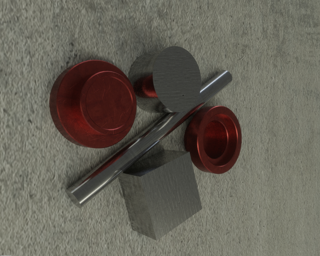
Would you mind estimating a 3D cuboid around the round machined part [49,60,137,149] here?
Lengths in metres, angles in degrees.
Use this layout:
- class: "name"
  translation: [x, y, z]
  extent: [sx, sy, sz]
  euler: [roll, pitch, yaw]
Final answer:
- class: "round machined part"
  translation: [-0.065, -0.026, 0.340]
  extent: [0.099, 0.042, 0.097]
  euler: [0, 90, -40]

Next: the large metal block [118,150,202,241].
- class: "large metal block"
  translation: [0.001, 0.079, 0.392]
  extent: [0.081, 0.050, 0.080]
  euler: [-22, 104, -38]

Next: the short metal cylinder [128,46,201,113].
- class: "short metal cylinder"
  translation: [0.007, -0.059, 0.395]
  extent: [0.081, 0.050, 0.079]
  euler: [0, 90, -40]

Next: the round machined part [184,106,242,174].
- class: "round machined part"
  translation: [0.074, 0.017, 0.457]
  extent: [0.099, 0.042, 0.097]
  euler: [0, 90, -40]

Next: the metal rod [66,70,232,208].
- class: "metal rod"
  translation: [0.006, -0.003, 0.413]
  extent: [0.302, 0.025, 0.025]
  euler: [-39, 114, -33]
